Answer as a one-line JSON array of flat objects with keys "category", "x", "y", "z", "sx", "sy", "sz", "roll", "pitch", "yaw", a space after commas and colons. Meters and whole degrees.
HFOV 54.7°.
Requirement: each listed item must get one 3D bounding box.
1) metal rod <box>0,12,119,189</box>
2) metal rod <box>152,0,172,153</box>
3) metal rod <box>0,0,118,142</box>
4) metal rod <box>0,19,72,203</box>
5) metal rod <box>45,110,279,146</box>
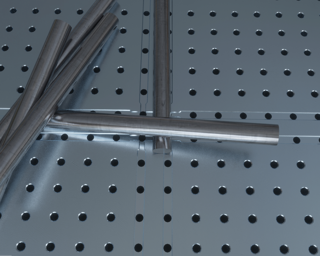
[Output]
[{"category": "metal rod", "x": -0.133, "y": -0.047, "z": 0.402, "sx": 0.025, "sy": 0.025, "sz": 0.300, "roll": 23, "pitch": 62, "yaw": 8}, {"category": "metal rod", "x": 0.003, "y": -0.111, "z": 0.452, "sx": 0.025, "sy": 0.025, "sz": 0.299, "roll": 0, "pitch": 70, "yaw": 0}, {"category": "metal rod", "x": -0.148, "y": -0.089, "z": 0.442, "sx": 0.025, "sy": 0.025, "sz": 0.300, "roll": 28, "pitch": 72, "yaw": 9}, {"category": "metal rod", "x": -0.177, "y": -0.002, "z": 0.392, "sx": 0.025, "sy": 0.025, "sz": 0.299, "roll": 16, "pitch": 77, "yaw": 5}, {"category": "metal rod", "x": -0.012, "y": -0.003, "z": 0.387, "sx": 0.301, "sy": 0.025, "sz": 0.025, "roll": 4, "pitch": 70, "yaw": 11}]
